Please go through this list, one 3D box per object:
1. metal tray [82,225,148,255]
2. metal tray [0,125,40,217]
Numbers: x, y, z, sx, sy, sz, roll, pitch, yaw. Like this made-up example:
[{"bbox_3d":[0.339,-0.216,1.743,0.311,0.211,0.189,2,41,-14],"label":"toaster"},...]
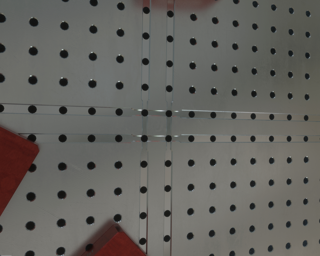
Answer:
[{"bbox_3d":[-0.071,0.199,0.384,0.130,0.030,0.090,-42,103,-15],"label":"metal tray"},{"bbox_3d":[-0.204,0.056,0.335,0.090,0.030,0.130,31,80,-18],"label":"metal tray"}]
